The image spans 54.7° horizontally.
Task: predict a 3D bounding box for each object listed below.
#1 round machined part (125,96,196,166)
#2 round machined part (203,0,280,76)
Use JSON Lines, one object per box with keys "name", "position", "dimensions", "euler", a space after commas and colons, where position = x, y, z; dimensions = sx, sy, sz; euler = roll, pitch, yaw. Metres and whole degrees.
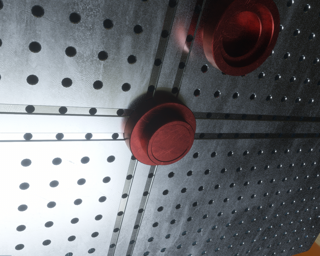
{"name": "round machined part", "position": [0.006, 0.010, 0.412], "dimensions": [0.099, 0.042, 0.097], "euler": [-14, 125, -21]}
{"name": "round machined part", "position": [0.095, -0.117, 0.381], "dimensions": [0.099, 0.042, 0.097], "euler": [-14, 125, -21]}
